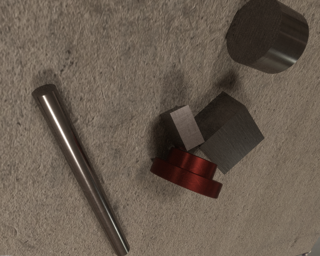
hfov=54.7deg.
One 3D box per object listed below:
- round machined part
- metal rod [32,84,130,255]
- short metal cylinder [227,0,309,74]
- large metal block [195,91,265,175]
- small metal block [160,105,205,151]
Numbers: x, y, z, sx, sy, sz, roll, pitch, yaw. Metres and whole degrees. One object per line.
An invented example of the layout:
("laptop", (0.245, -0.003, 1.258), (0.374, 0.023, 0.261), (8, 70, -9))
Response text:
("round machined part", (0.040, 0.057, 0.423), (0.098, 0.098, 0.042), (25, 85, -38))
("metal rod", (-0.090, 0.077, 0.406), (0.025, 0.025, 0.298), (-25, 128, -14))
("short metal cylinder", (0.128, -0.111, 0.375), (0.050, 0.080, 0.079), (10, 113, -33))
("large metal block", (0.092, 0.008, 0.448), (0.080, 0.050, 0.080), (-43, 130, 1))
("small metal block", (0.027, -0.001, 0.395), (0.025, 0.050, 0.050), (-26, 97, -12))
